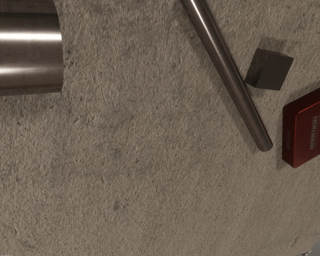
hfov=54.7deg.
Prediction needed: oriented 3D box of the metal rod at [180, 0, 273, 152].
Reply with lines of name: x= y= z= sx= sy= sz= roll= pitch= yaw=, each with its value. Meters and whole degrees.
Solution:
metal rod: x=0.105 y=-0.058 z=0.429 sx=0.025 sy=0.025 sz=0.300 roll=-41 pitch=130 yaw=-1

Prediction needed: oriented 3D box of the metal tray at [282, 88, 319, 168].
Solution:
metal tray: x=0.265 y=0.001 z=0.553 sx=0.091 sy=0.030 sz=0.129 roll=-26 pitch=128 yaw=-13

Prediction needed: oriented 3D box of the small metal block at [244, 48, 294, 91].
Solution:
small metal block: x=0.156 y=-0.083 z=0.443 sx=0.050 sy=0.025 sz=0.050 roll=2 pitch=118 yaw=-30

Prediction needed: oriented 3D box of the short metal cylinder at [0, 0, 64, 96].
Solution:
short metal cylinder: x=-0.116 y=-0.069 z=0.266 sx=0.050 sy=0.080 sz=0.079 roll=-8 pitch=122 yaw=-25
